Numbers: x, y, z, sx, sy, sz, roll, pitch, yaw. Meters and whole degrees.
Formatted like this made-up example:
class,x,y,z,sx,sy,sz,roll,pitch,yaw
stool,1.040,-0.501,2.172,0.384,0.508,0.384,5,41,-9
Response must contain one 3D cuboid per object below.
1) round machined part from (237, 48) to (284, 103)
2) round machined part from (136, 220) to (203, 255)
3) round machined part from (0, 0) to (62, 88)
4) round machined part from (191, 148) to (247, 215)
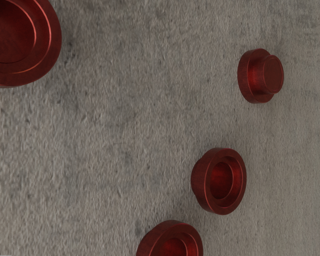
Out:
class,x,y,z,sx,sy,sz,roll,pitch,yaw
round machined part,0.185,-0.093,0.552,0.099,0.042,0.097,0,90,-40
round machined part,0.008,0.169,0.403,0.099,0.042,0.097,0,90,-40
round machined part,-0.143,-0.084,0.274,0.099,0.042,0.097,0,90,-40
round machined part,0.085,0.078,0.468,0.099,0.042,0.097,0,90,-40
